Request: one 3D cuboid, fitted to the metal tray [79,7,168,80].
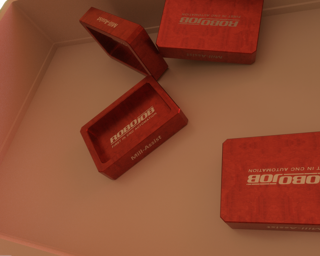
[{"bbox_3d":[-0.056,-0.128,0.472,0.130,0.090,0.030,34,81,38],"label":"metal tray"}]

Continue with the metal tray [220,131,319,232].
[{"bbox_3d":[0.128,0.052,0.303,0.130,0.030,0.090,-6,59,25],"label":"metal tray"}]

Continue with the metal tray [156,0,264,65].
[{"bbox_3d":[0.068,-0.138,0.420,0.130,0.030,0.090,8,77,15],"label":"metal tray"}]

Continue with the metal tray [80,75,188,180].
[{"bbox_3d":[-0.038,-0.003,0.424,0.130,0.030,0.090,-38,51,2],"label":"metal tray"}]
